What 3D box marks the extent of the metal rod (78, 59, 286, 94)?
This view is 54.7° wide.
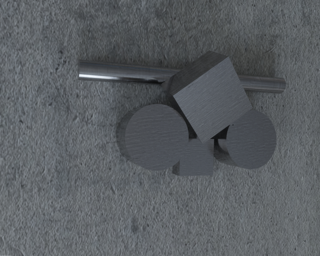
[{"bbox_3d":[0.044,-0.068,0.426,0.302,0.025,0.025,1,90,-20],"label":"metal rod"}]

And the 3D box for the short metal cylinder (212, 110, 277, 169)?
[{"bbox_3d":[0.115,0.016,0.439,0.081,0.050,0.079,0,90,-20],"label":"short metal cylinder"}]

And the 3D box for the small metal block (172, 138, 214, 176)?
[{"bbox_3d":[0.046,0.039,0.428,0.050,0.025,0.050,2,89,-20],"label":"small metal block"}]

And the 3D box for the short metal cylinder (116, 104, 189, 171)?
[{"bbox_3d":[-0.011,0.011,0.392,0.081,0.050,0.079,0,90,-20],"label":"short metal cylinder"}]

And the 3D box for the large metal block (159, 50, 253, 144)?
[{"bbox_3d":[0.060,-0.041,0.400,0.080,0.050,0.080,-36,119,-3],"label":"large metal block"}]
